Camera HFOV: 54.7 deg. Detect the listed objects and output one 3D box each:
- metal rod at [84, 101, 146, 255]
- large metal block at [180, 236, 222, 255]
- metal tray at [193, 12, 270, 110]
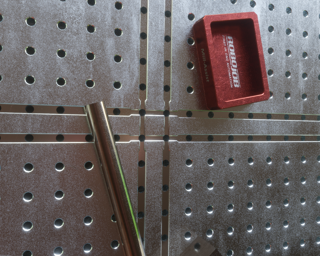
[{"bbox_3d":[-0.045,0.114,0.397,0.025,0.025,0.298,-16,96,-20],"label":"metal rod"},{"bbox_3d":[0.059,0.212,0.423,0.080,0.050,0.080,-41,103,-16],"label":"large metal block"},{"bbox_3d":[0.105,-0.097,0.450,0.091,0.030,0.129,-12,94,-20],"label":"metal tray"}]
